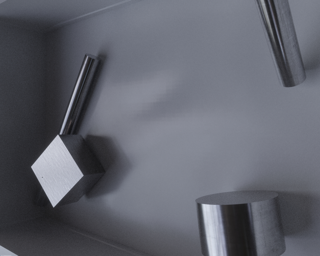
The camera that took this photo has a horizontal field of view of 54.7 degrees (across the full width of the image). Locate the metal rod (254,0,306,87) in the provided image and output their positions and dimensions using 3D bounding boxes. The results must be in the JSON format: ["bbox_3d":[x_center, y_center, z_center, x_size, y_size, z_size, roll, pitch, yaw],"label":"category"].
[{"bbox_3d":[0.063,-0.155,0.223,0.025,0.025,0.299,0,134,40],"label":"metal rod"}]

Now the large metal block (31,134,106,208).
[{"bbox_3d":[-0.148,0.067,0.497,0.080,0.050,0.080,-46,68,20],"label":"large metal block"}]

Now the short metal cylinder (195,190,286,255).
[{"bbox_3d":[0.078,0.093,0.306,0.080,0.081,0.050,-10,84,39],"label":"short metal cylinder"}]

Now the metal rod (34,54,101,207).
[{"bbox_3d":[-0.166,0.014,0.540,0.025,0.025,0.298,38,113,33],"label":"metal rod"}]
